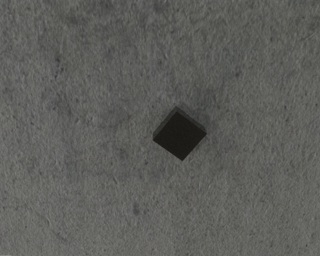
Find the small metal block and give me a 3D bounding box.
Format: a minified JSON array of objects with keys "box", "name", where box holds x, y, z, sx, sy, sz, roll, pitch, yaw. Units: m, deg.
[{"box":[0.026,0.007,0.413,0.050,0.025,0.050,36,106,-12],"name":"small metal block"}]
